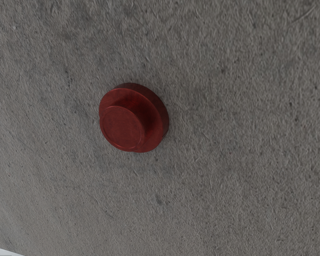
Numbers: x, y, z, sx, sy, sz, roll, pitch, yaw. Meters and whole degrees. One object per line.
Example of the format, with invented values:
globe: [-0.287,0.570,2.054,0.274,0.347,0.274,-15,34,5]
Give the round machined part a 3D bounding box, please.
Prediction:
round machined part: [-0.041,-0.007,0.414,0.098,0.042,0.097,13,124,21]
